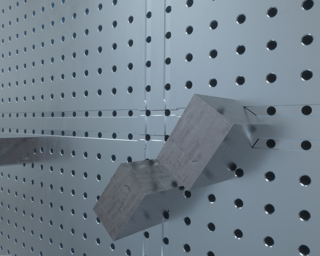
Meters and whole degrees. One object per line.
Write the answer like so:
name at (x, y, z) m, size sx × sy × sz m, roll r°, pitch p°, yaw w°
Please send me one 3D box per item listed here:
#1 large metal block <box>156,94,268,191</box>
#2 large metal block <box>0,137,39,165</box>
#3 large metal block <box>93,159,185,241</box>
large metal block at (0.056, 0.014, 0.326) m, size 0.050 × 0.081 × 0.080 m, roll 43°, pitch 116°, yaw 31°
large metal block at (-0.302, 0.049, 0.619) m, size 0.080 × 0.081 × 0.050 m, roll -12°, pitch 83°, yaw 39°
large metal block at (-0.024, 0.087, 0.392) m, size 0.050 × 0.081 × 0.080 m, roll 47°, pitch 118°, yaw 29°
